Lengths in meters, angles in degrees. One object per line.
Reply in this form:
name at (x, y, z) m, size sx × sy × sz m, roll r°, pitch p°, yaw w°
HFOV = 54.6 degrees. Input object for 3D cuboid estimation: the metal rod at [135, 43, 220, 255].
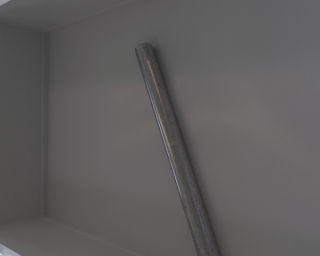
metal rod at (0.020, 0.028, 0.391) m, size 0.025 × 0.025 × 0.299 m, roll -28°, pitch 73°, yaw 37°
